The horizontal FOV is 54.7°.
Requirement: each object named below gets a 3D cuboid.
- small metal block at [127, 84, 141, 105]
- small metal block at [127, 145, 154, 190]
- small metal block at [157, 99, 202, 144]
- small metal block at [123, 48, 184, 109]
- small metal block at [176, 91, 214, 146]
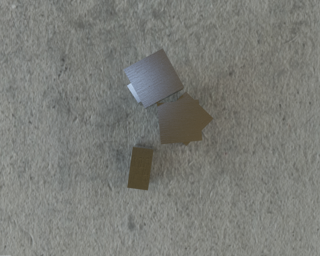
[{"bbox_3d":[-0.012,-0.054,0.397,0.050,0.050,0.025,-33,91,0],"label":"small metal block"},{"bbox_3d":[-0.024,0.049,0.397,0.025,0.050,0.050,8,90,0],"label":"small metal block"},{"bbox_3d":[0.024,-0.007,0.385,0.050,0.025,0.050,-5,90,-1],"label":"small metal block"},{"bbox_3d":[-0.007,-0.056,0.360,0.050,0.025,0.050,-29,90,-1],"label":"small metal block"},{"bbox_3d":[0.033,-0.012,0.410,0.050,0.025,0.050,44,90,-1],"label":"small metal block"}]
